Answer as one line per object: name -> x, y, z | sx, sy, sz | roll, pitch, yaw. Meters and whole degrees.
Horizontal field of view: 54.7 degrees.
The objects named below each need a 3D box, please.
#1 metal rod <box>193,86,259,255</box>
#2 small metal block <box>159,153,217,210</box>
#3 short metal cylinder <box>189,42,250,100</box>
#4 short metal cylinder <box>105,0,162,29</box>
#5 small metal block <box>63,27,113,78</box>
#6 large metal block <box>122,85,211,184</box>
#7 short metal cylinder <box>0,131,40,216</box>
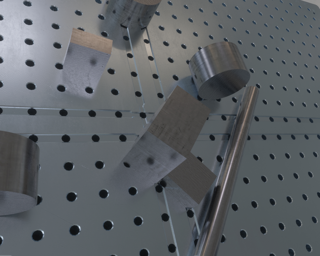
metal rod -> 0.103, 0.043, 0.436 | 0.025, 0.025, 0.301 | 33, 51, -7
small metal block -> 0.035, 0.064, 0.388 | 0.050, 0.025, 0.050 | 43, 51, 1
short metal cylinder -> 0.090, -0.085, 0.473 | 0.081, 0.080, 0.050 | -2, 63, -29
short metal cylinder -> -0.042, -0.207, 0.495 | 0.081, 0.050, 0.080 | 14, 56, -21
small metal block -> -0.094, -0.095, 0.399 | 0.050, 0.050, 0.025 | 13, 57, -21
large metal block -> 0.007, 0.009, 0.371 | 0.050, 0.080, 0.080 | 36, 51, -5
short metal cylinder -> -0.148, 0.042, 0.267 | 0.081, 0.080, 0.050 | 6, 60, -26
